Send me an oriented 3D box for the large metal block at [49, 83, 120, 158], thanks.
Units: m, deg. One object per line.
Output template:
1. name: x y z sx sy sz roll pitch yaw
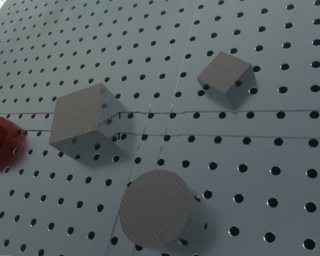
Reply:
1. large metal block: -0.108 -0.010 0.455 0.080 0.050 0.080 -15 55 19

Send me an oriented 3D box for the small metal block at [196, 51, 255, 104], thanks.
1. small metal block: 0.086 -0.067 0.404 0.050 0.025 0.050 -48 51 -6

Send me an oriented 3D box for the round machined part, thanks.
1. round machined part: -0.303 0.021 0.543 0.098 0.042 0.098 -13 56 21

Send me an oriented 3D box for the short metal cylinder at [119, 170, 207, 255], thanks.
1. short metal cylinder: 0.004 0.091 0.334 0.080 0.050 0.080 -13 56 21
